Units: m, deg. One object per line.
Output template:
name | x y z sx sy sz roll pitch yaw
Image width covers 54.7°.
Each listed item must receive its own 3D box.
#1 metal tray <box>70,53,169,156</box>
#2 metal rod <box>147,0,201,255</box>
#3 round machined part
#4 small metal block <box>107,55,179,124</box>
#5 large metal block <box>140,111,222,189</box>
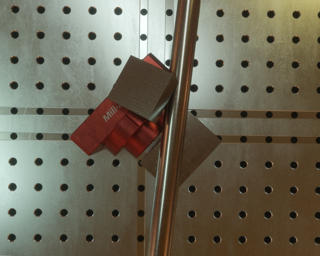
metal tray | -0.044 -0.026 0.380 0.030 0.090 0.130 43 90 0
metal rod | 0.014 0.011 0.333 0.025 0.025 0.298 7 90 -1
round machined part | -0.022 -0.001 0.380 0.042 0.098 0.098 42 90 0
small metal block | -0.017 -0.039 0.315 0.050 0.025 0.050 28 88 18
large metal block | 0.023 0.027 0.383 0.050 0.080 0.080 43 90 -1
